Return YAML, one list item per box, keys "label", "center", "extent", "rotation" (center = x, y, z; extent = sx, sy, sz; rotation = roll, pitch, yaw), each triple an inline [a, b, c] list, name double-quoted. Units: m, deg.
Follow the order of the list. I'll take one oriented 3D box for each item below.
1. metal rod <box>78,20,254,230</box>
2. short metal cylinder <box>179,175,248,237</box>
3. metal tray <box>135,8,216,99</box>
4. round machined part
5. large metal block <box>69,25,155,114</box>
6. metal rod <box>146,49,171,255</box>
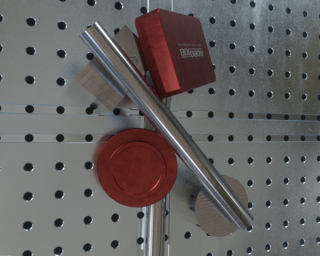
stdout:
- label: "metal rod"
  center: [0.021, 0.013, 0.346]
  extent: [0.025, 0.025, 0.300]
  rotation: [-45, 112, -14]
- label: "short metal cylinder"
  center: [0.073, 0.102, 0.428]
  extent: [0.081, 0.050, 0.079]
  rotation: [0, 90, -21]
- label: "metal tray"
  center: [0.026, -0.090, 0.378]
  extent: [0.131, 0.030, 0.089]
  rotation: [-27, 102, -61]
- label: "round machined part"
  center: [-0.027, 0.049, 0.378]
  extent: [0.099, 0.042, 0.097]
  rotation: [0, 90, -3]
- label: "large metal block"
  center: [-0.058, -0.064, 0.363]
  extent: [0.050, 0.080, 0.080]
  rotation: [43, 76, -15]
- label: "metal rod"
  center: [-0.001, 0.020, 0.413]
  extent: [0.025, 0.025, 0.298]
  rotation: [3, 89, -20]
